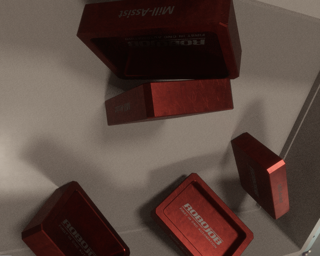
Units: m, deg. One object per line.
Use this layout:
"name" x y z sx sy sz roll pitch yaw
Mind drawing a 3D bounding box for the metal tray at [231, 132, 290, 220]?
"metal tray" 0.165 0.079 0.508 0.030 0.090 0.129 -31 129 -9

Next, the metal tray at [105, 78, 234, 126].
"metal tray" 0.003 -0.025 0.330 0.091 0.130 0.030 -7 91 -25

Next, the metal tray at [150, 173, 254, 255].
"metal tray" 0.062 0.143 0.456 0.090 0.130 0.030 -39 171 -27

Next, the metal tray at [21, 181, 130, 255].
"metal tray" -0.092 0.140 0.372 0.030 0.090 0.130 -28 106 19

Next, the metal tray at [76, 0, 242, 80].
"metal tray" 0.004 -0.078 0.286 0.090 0.130 0.030 44 53 -63
